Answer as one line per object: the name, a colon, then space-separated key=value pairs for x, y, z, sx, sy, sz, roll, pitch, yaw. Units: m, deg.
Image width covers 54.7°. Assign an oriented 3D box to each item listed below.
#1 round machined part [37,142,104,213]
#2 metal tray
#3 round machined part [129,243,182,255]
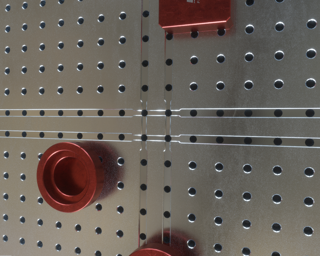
round machined part: x=-0.123 y=0.068 z=0.446 sx=0.098 sy=0.042 sz=0.097 roll=0 pitch=90 yaw=19
metal tray: x=0.046 y=-0.191 z=0.393 sx=0.090 sy=0.030 sz=0.129 roll=1 pitch=90 yaw=19
round machined part: x=-0.001 y=0.198 z=0.403 sx=0.098 sy=0.042 sz=0.097 roll=0 pitch=90 yaw=19
